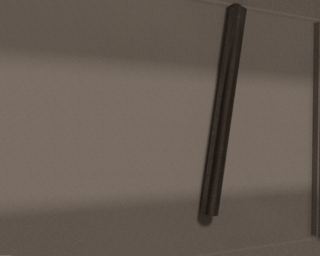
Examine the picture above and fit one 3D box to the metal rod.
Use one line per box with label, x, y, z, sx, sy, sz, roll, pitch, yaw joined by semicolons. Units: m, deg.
metal rod;0.092;-0.026;0.445;0.025;0.025;0.298;10;87;-20
